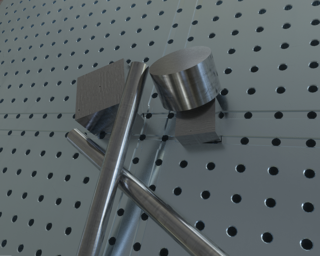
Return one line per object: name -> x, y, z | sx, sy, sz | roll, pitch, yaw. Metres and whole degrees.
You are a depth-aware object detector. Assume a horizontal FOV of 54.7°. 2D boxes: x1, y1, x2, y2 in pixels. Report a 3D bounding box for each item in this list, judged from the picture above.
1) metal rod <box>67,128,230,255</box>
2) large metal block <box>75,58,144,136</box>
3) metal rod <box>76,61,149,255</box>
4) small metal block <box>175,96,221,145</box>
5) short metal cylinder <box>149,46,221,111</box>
metal rod -> -0.028, 0.076, 0.374 | 0.300, 0.025, 0.025 | 33, 80, 37
large metal block -> -0.075, -0.044, 0.457 | 0.080, 0.050, 0.080 | -19, 54, 17
metal rod -> -0.061, 0.060, 0.369 | 0.025, 0.025, 0.299 | 6, 74, 30
small metal block -> 0.048, -0.009, 0.387 | 0.050, 0.025, 0.050 | -8, 58, 23
short metal cylinder -> 0.032, -0.064, 0.394 | 0.080, 0.050, 0.080 | -16, 29, 10
